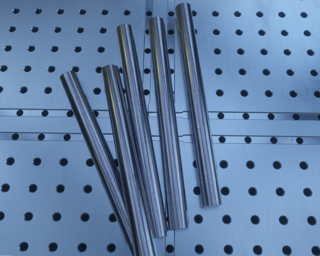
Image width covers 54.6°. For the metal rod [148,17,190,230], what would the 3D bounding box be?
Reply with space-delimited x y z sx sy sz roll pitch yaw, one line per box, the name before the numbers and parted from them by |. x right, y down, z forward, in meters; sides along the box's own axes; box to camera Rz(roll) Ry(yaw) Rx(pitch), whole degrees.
metal rod | 0.009 -0.020 0.419 0.025 0.025 0.299 -5 70 -2

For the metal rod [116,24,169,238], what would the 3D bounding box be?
metal rod | -0.027 -0.010 0.415 0.025 0.025 0.299 -9 70 -3

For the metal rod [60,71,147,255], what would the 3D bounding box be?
metal rod | -0.066 0.055 0.391 0.025 0.025 0.299 -24 72 -8

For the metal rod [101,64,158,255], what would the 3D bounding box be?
metal rod | -0.037 0.048 0.377 0.025 0.025 0.299 -12 64 -4

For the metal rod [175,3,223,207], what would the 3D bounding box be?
metal rod | 0.050 -0.045 0.428 0.025 0.025 0.299 -5 70 -2
